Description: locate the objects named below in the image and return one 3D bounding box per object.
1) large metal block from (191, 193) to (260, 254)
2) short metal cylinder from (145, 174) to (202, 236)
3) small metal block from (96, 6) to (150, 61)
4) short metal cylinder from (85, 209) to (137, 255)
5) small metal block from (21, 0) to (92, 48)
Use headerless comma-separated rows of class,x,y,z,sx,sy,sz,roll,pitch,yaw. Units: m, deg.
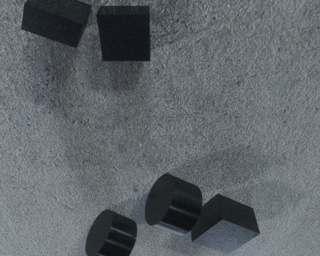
large metal block,0.109,0.167,0.535,0.080,0.050,0.080,26,125,-21
short metal cylinder,0.019,0.116,0.470,0.050,0.080,0.080,27,125,-21
small metal block,-0.036,-0.098,0.323,0.050,0.025,0.050,0,130,0
short metal cylinder,-0.083,0.187,0.529,0.050,0.080,0.080,32,123,-25
small metal block,-0.098,-0.107,0.298,0.050,0.050,0.025,17,128,-14
